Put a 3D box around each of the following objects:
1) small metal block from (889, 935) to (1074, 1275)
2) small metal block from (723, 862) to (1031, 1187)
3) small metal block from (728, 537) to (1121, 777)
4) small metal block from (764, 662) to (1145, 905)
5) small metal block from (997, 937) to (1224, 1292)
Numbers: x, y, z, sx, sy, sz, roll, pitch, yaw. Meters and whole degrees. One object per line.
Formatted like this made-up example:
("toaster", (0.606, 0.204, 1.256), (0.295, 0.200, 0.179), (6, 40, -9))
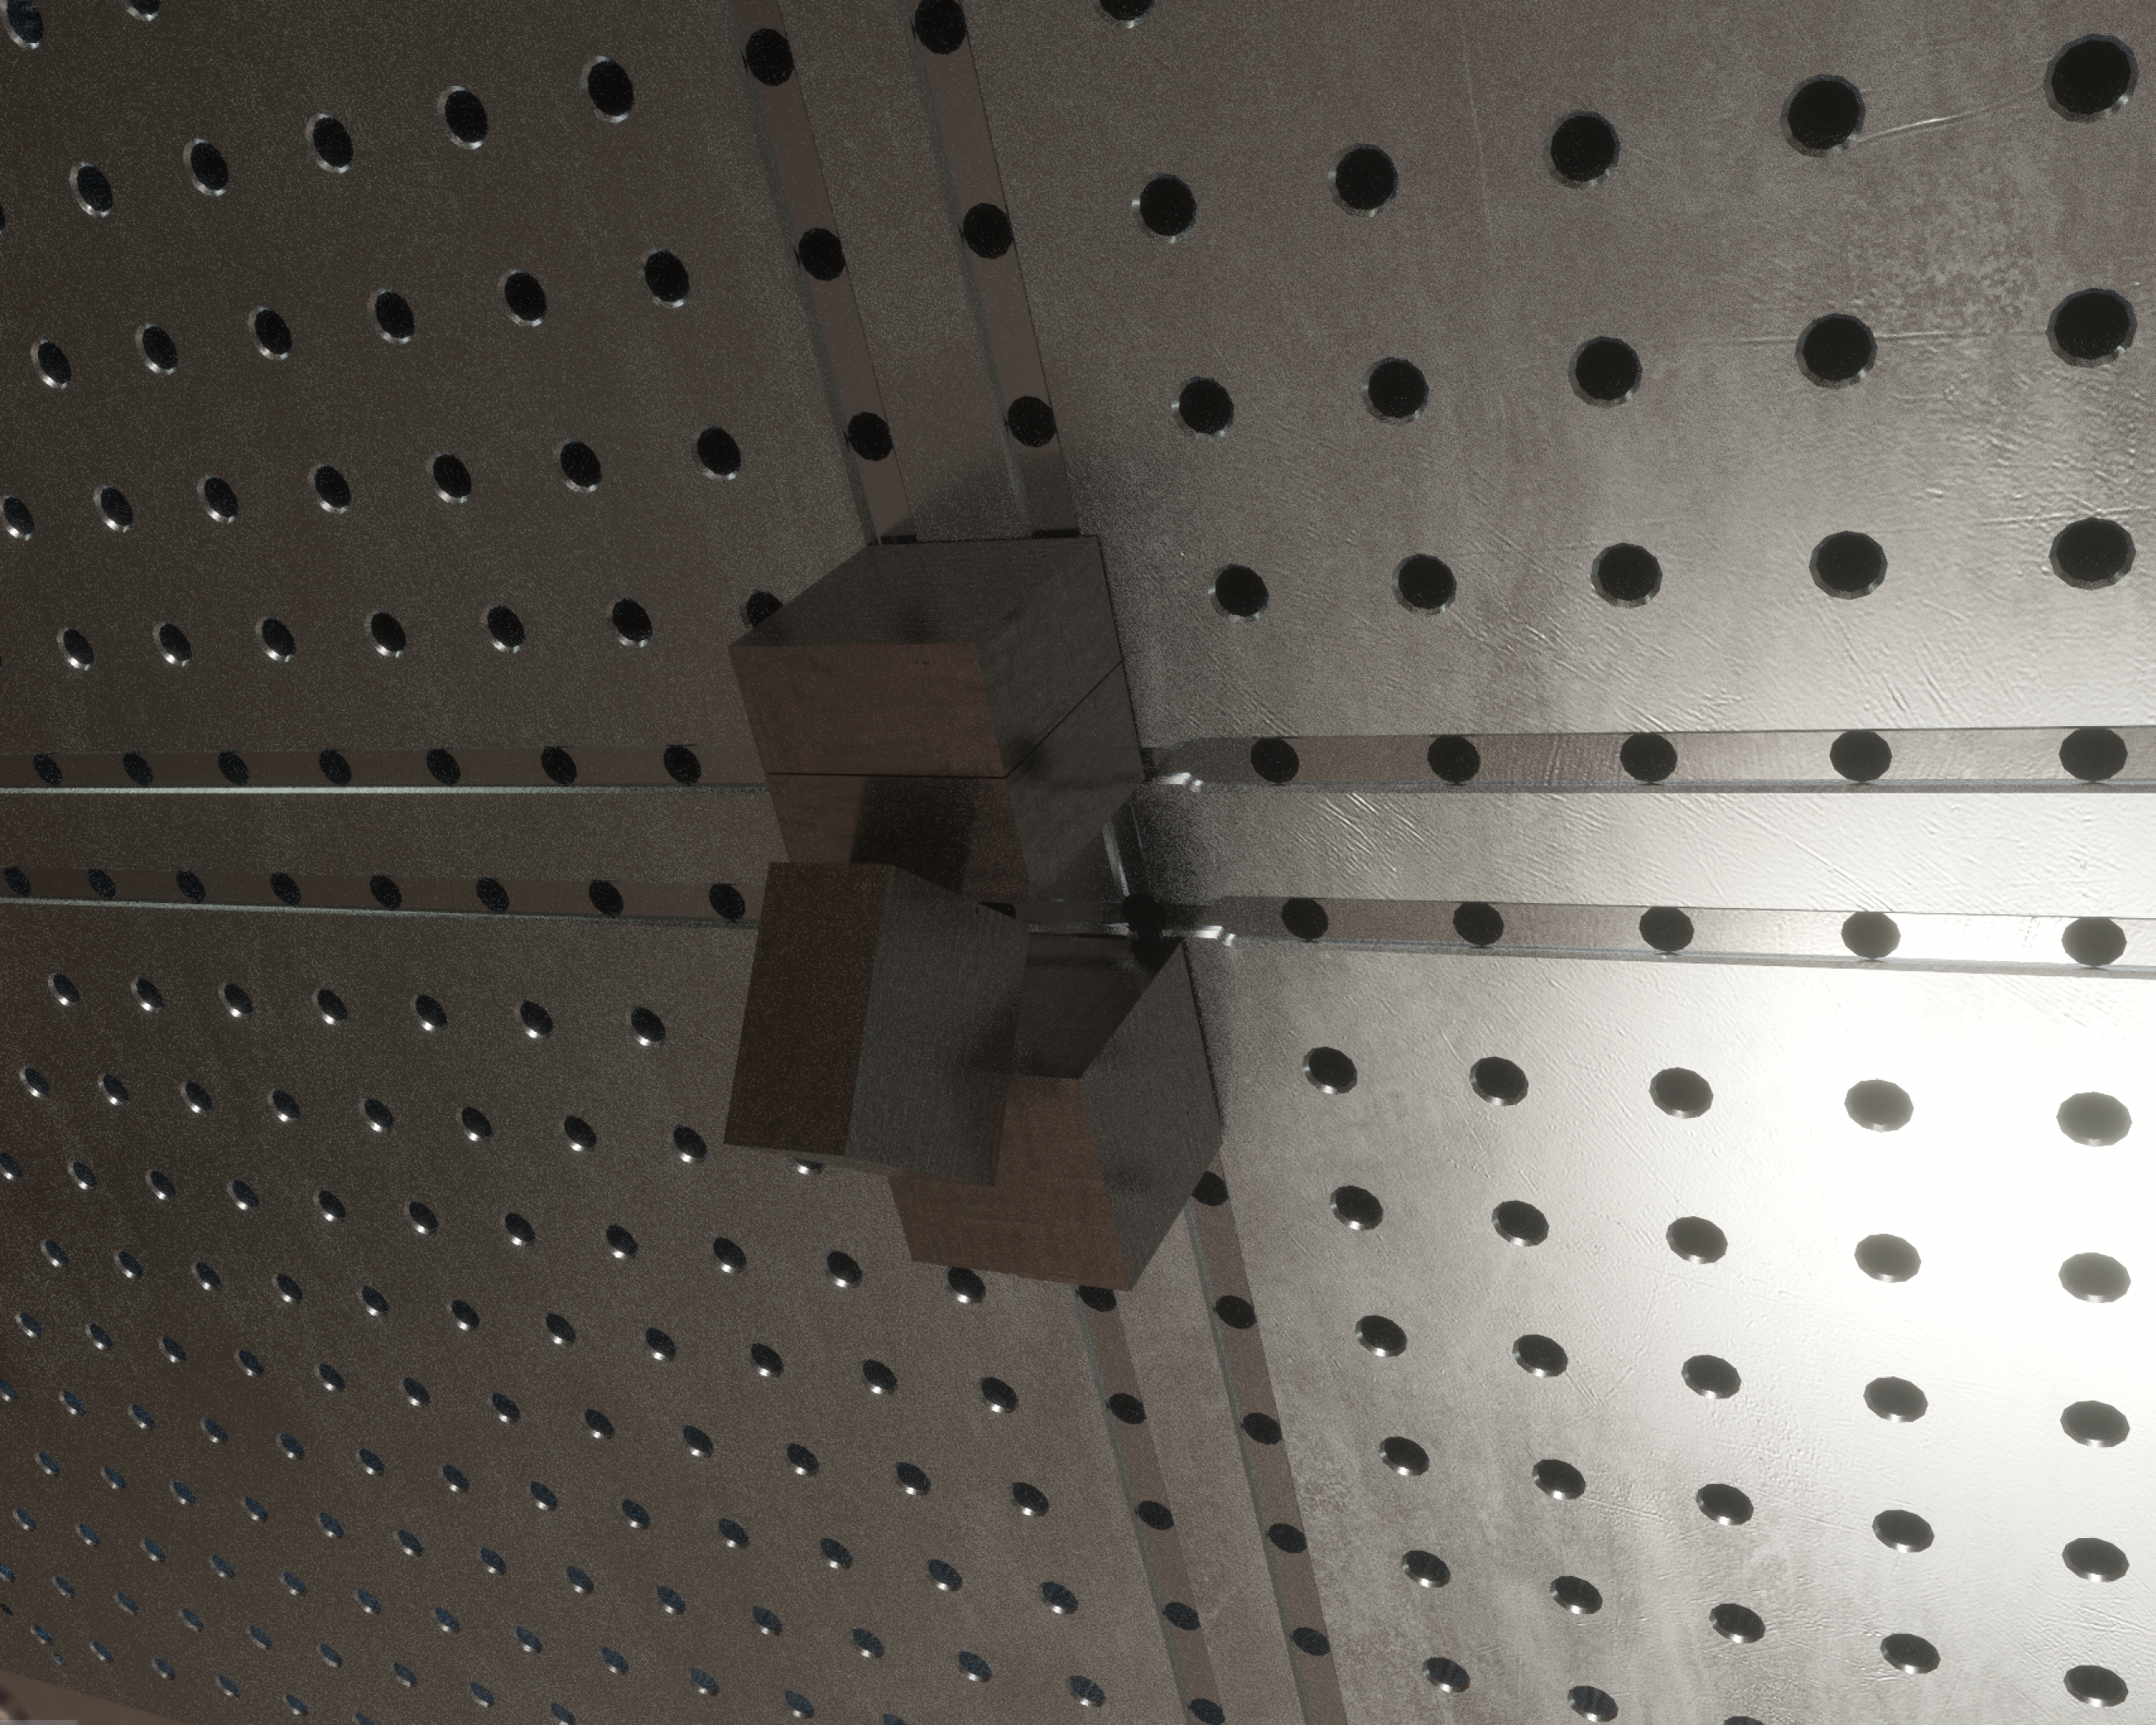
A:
("small metal block", (-0.017, 0.049, 0.433), (0.025, 0.050, 0.050), (1, 119, 27))
("small metal block", (-0.035, 0.030, 0.377), (0.025, 0.050, 0.050), (1, 77, 28))
("small metal block", (-0.027, -0.038, 0.383), (0.050, 0.050, 0.025), (2, 119, 27))
("small metal block", (-0.022, -0.016, 0.394), (0.050, 0.050, 0.025), (2, 119, 27))
("small metal block", (0.005, 0.050, 0.420), (0.025, 0.050, 0.050), (1, 119, 27))
